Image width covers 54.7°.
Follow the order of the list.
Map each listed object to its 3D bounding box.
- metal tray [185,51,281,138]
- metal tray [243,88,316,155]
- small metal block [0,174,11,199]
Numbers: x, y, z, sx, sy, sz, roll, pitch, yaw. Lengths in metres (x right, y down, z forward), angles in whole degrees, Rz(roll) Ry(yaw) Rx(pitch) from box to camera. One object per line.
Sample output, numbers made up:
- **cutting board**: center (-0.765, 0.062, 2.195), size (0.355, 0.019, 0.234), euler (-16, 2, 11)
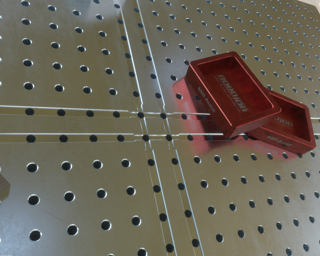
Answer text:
- **metal tray**: center (0.109, -0.055, 0.474), size (0.091, 0.030, 0.130), euler (-18, 62, -21)
- **metal tray**: center (0.197, -0.016, 0.523), size (0.131, 0.030, 0.090), euler (19, 54, -17)
- **small metal block**: center (-0.176, 0.054, 0.281), size (0.050, 0.025, 0.050), euler (45, 51, 3)
